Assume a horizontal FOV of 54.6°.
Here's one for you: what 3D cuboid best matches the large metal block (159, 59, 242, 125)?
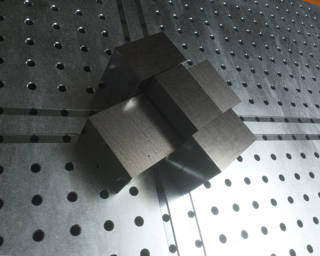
[{"bbox_3d":[0.056,-0.042,0.446,0.081,0.050,0.080,-33,82,-38],"label":"large metal block"}]

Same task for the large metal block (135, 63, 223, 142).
[{"bbox_3d":[0.018,-0.020,0.394,0.050,0.080,0.080,-33,80,-38],"label":"large metal block"}]

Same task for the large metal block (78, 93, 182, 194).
[{"bbox_3d":[-0.034,0.016,0.365,0.081,0.050,0.080,-30,78,-38],"label":"large metal block"}]

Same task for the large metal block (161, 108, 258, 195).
[{"bbox_3d":[0.060,0.029,0.386,0.081,0.080,0.050,-32,80,-39],"label":"large metal block"}]

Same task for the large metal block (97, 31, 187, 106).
[{"bbox_3d":[-0.024,-0.069,0.401,0.081,0.080,0.050,-32,79,-38],"label":"large metal block"}]
